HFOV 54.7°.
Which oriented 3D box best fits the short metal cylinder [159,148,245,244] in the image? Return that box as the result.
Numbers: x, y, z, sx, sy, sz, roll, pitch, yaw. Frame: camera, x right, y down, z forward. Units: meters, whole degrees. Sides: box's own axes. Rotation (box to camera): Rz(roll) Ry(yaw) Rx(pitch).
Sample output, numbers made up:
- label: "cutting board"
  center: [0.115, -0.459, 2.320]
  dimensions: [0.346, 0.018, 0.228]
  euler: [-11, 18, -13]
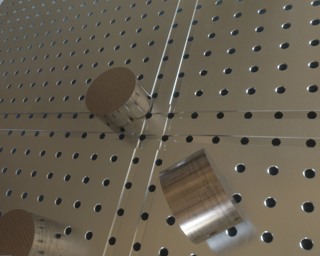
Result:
- label: "short metal cylinder"
  center: [0.042, 0.067, 0.309]
  dimensions: [0.050, 0.080, 0.080]
  euler: [-30, 52, 9]

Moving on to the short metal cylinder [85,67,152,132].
- label: "short metal cylinder"
  center: [-0.059, -0.041, 0.446]
  dimensions: [0.080, 0.050, 0.080]
  euler: [-13, 56, 20]

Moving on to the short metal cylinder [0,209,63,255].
- label: "short metal cylinder"
  center: [-0.171, 0.148, 0.389]
  dimensions: [0.080, 0.050, 0.080]
  euler: [-13, 56, 20]
